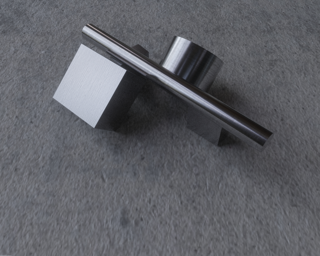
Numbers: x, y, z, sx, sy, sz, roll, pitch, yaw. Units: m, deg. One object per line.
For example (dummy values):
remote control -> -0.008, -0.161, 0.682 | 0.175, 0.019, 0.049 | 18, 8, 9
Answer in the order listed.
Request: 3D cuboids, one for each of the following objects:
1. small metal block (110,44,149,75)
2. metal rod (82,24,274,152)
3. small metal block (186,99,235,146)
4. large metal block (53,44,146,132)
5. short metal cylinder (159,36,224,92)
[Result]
small metal block -> -0.044, -0.090, 0.464 | 0.050, 0.050, 0.025 | -32, 57, -24
metal rod -> 0.004, -0.063, 0.393 | 0.300, 0.025, 0.025 | 36, 58, 26
small metal block -> 0.063, -0.012, 0.396 | 0.050, 0.050, 0.025 | 33, 58, 24
large metal block -> -0.080, -0.051, 0.408 | 0.080, 0.050, 0.080 | 33, 98, 24
short metal cylinder -> 0.042, -0.086, 0.434 | 0.080, 0.080, 0.050 | 32, 98, 23
